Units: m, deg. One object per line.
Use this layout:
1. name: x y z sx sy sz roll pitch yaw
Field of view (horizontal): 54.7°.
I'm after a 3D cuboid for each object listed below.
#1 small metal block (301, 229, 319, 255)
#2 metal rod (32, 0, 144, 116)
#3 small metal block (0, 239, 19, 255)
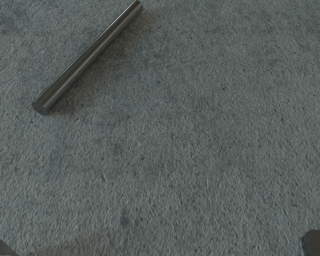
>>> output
1. small metal block: 0.170 0.129 0.297 0.050 0.025 0.050 5 50 4
2. metal rod: -0.104 -0.131 0.511 0.025 0.025 0.301 19 52 15
3. small metal block: -0.136 0.134 0.272 0.025 0.050 0.050 -28 56 -21
